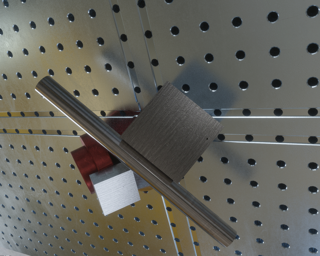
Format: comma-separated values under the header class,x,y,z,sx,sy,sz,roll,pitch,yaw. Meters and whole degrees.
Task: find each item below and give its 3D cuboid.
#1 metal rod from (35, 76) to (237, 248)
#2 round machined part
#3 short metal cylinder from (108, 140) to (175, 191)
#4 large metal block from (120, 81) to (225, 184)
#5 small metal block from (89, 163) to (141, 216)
class,x,y,z,sx,sy,sz,roll,pitch,yaw
metal rod,-0.030,0.041,0.382,0.300,0.025,0.025,40,129,1
round machined part,-0.095,0.056,0.447,0.098,0.042,0.098,54,160,30
short metal cylinder,-0.025,0.040,0.428,0.080,0.050,0.079,13,124,21
large metal block,0.013,0.006,0.359,0.080,0.050,0.080,39,86,1
small metal block,-0.058,0.077,0.401,0.025,0.050,0.050,40,146,57
